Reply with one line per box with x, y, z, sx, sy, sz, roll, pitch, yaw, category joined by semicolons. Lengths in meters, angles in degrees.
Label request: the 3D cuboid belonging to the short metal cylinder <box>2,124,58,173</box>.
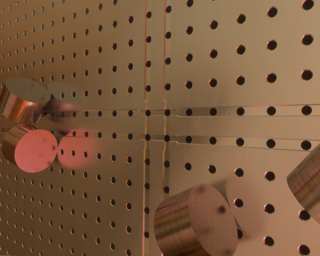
-0.237;0.036;0.565;0.050;0.081;0.079;16;101;38;short metal cylinder

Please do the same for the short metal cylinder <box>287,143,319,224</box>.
0.152;0.049;0.248;0.080;0.081;0.050;48;119;29;short metal cylinder

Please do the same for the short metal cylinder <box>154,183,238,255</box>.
0.040;0.107;0.339;0.050;0.081;0.080;-33;70;35;short metal cylinder

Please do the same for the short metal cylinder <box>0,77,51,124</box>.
-0.254;-0.052;0.579;0.080;0.081;0.050;49;119;28;short metal cylinder
